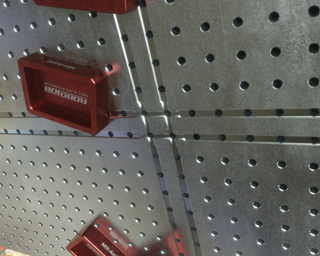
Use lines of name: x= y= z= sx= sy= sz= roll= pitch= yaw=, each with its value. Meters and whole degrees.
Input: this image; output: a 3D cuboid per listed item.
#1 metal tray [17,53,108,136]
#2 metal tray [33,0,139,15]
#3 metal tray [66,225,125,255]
metal tray: x=-0.139 y=-0.050 z=0.451 sx=0.130 sy=0.030 sz=0.089 roll=17 pitch=125 yaw=18
metal tray: x=-0.089 y=-0.181 z=0.344 sx=0.130 sy=0.030 sz=0.089 roll=14 pitch=124 yaw=20
metal tray: x=-0.122 y=0.267 z=0.638 sx=0.130 sy=0.030 sz=0.090 roll=44 pitch=129 yaw=-3
